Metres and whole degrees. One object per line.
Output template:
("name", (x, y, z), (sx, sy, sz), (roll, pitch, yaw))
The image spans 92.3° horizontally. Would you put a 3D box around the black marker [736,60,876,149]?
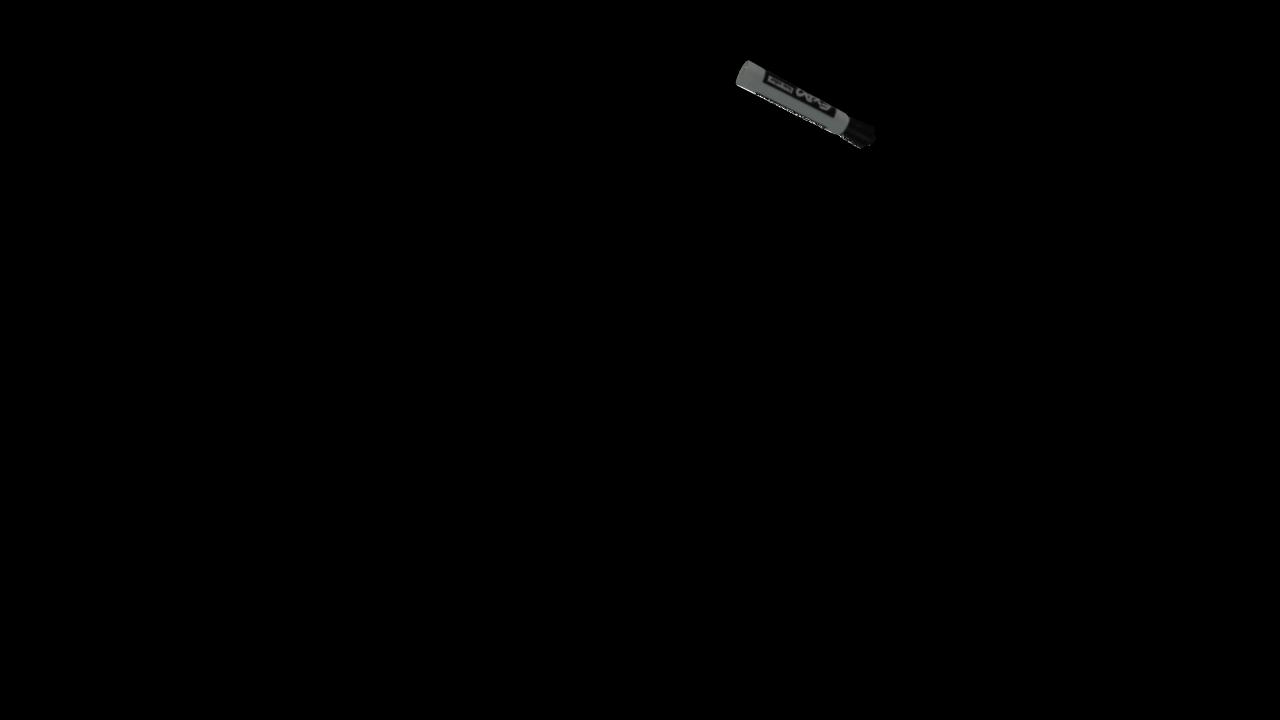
("black marker", (0.131, -0.195, 0.475), (0.121, 0.020, 0.020), (20, -6, -15))
